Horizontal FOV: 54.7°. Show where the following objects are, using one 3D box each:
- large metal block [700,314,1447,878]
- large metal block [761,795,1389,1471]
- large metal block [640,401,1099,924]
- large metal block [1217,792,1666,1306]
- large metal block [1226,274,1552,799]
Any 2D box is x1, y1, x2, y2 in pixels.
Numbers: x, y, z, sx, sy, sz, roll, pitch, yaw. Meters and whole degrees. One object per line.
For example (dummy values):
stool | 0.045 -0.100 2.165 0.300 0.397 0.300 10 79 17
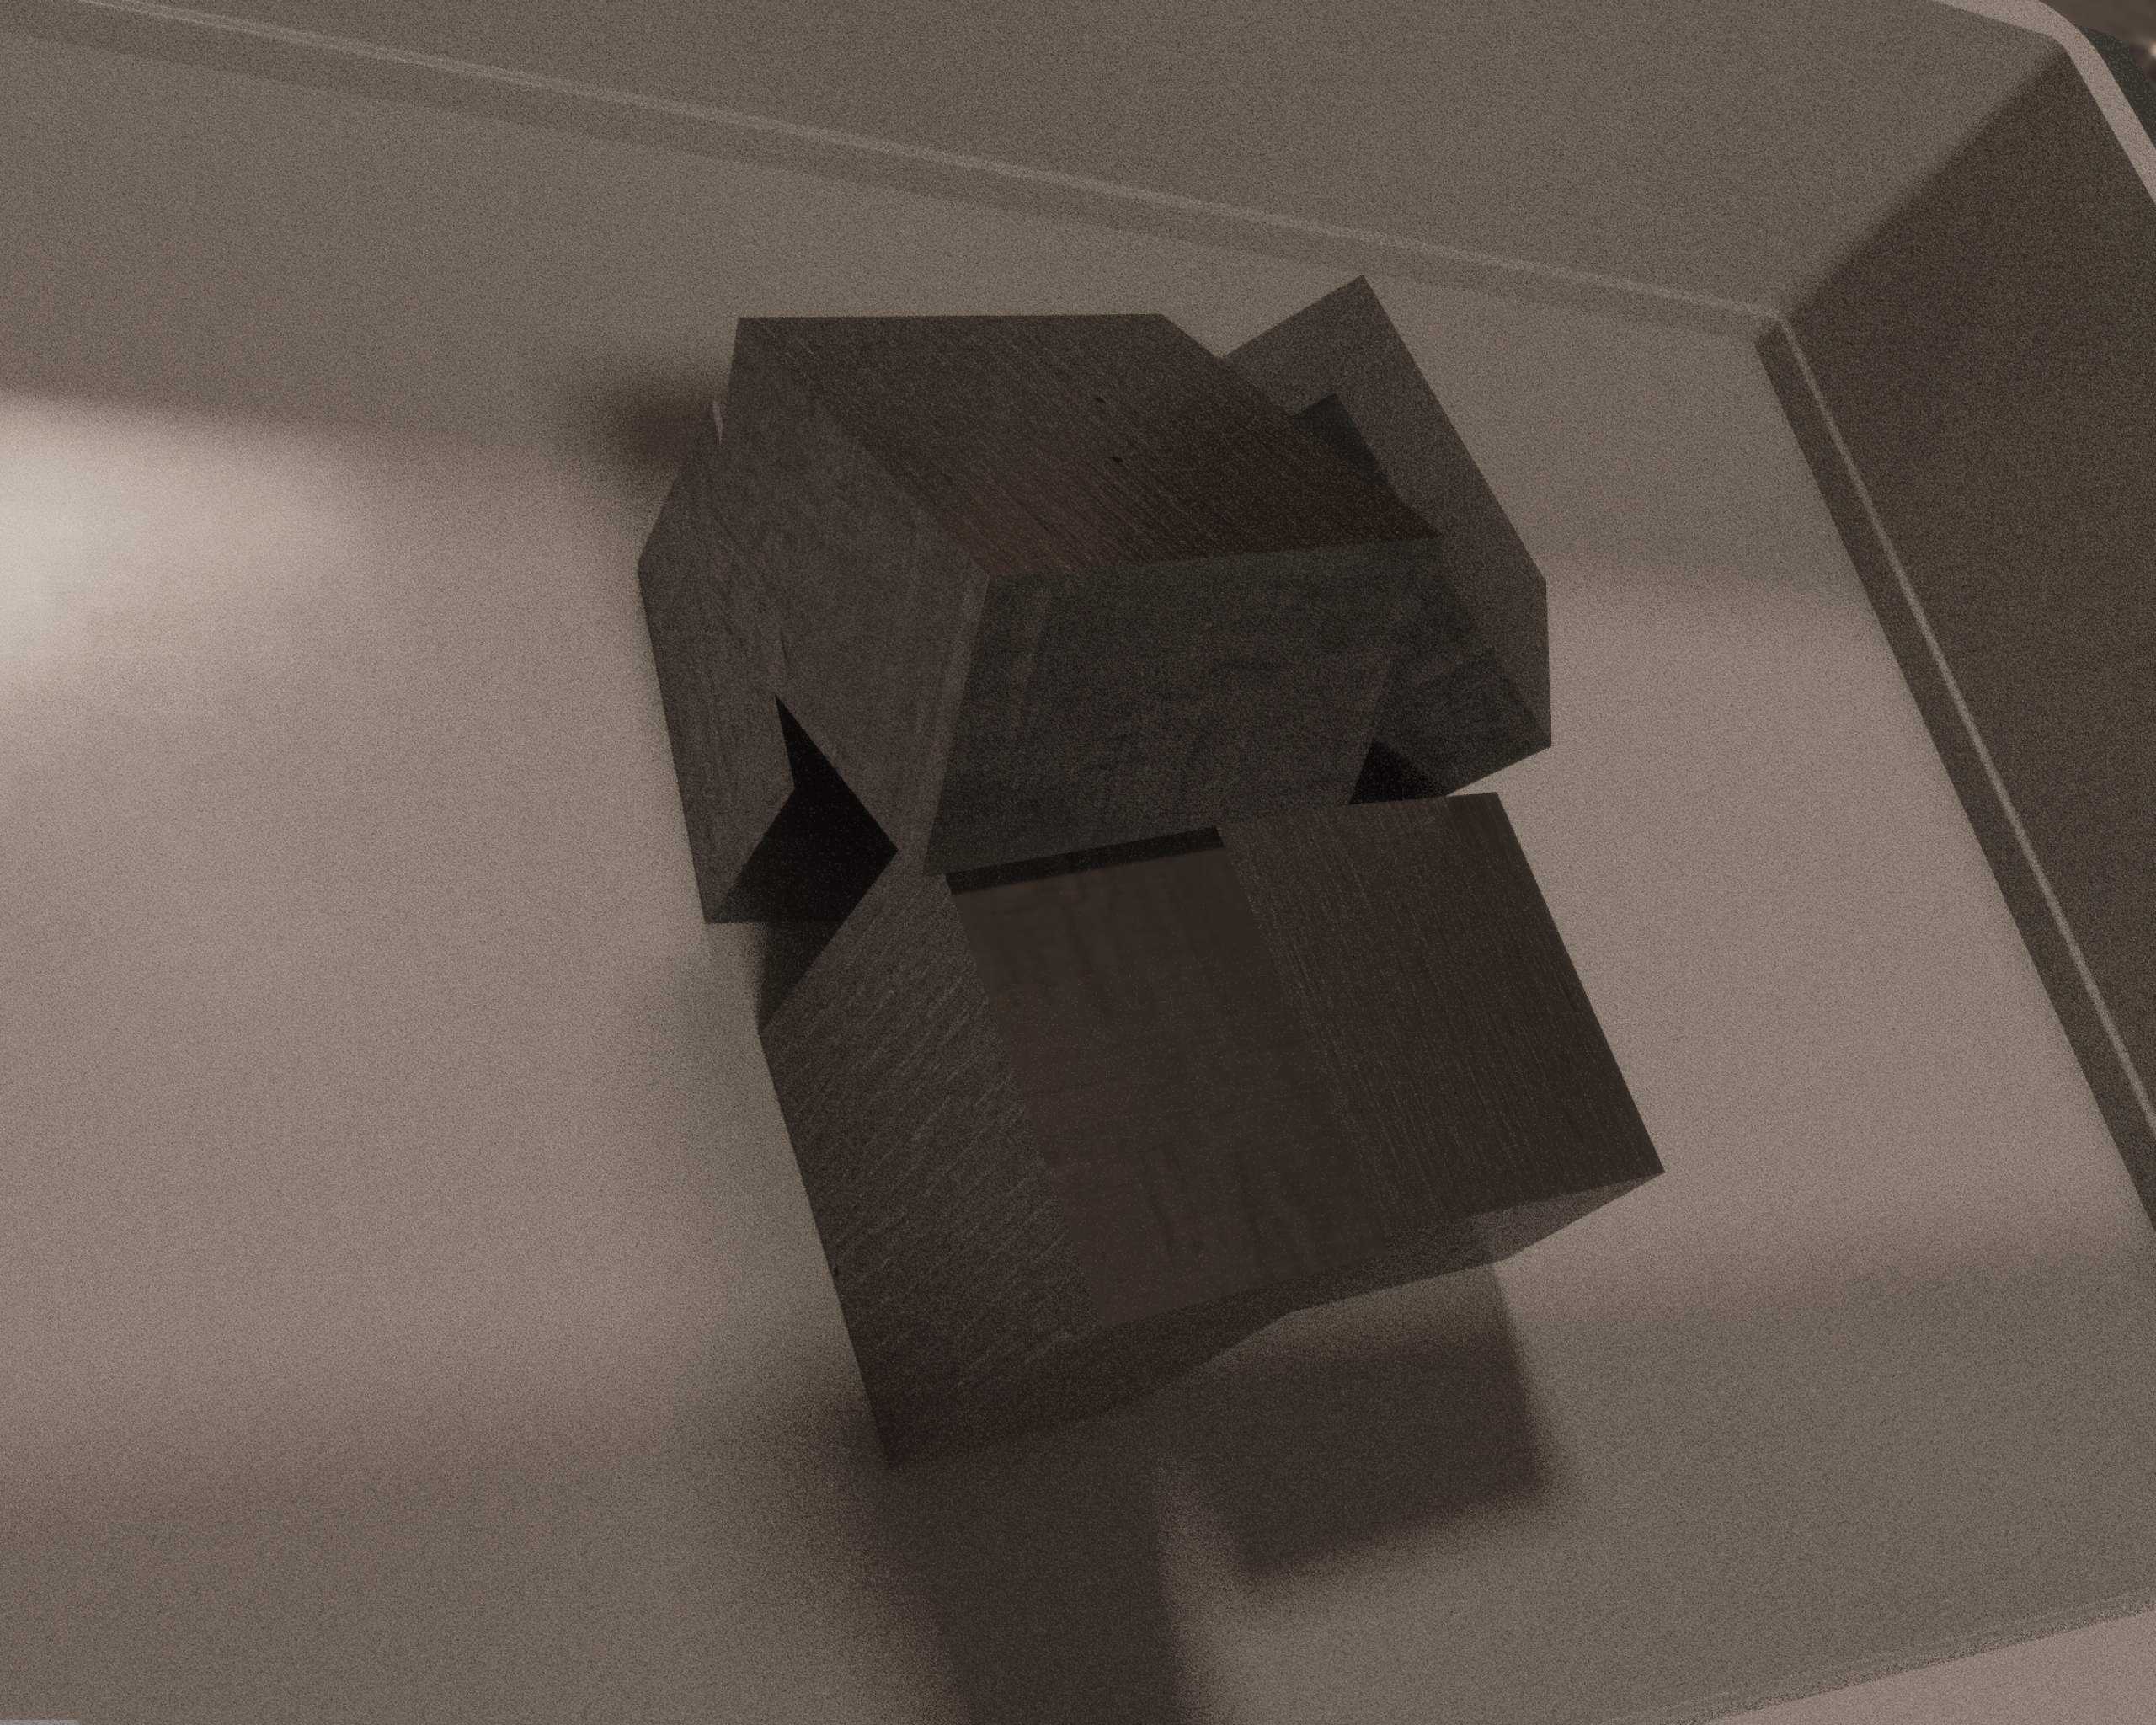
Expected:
large metal block | -0.004 -0.047 0.332 0.081 0.050 0.080 -10 42 -32
large metal block | -0.005 0.044 0.340 0.050 0.080 0.080 -7 65 -32
large metal block | -0.031 -0.036 0.395 0.081 0.050 0.080 -1 62 -29
large metal block | 0.049 0.036 0.391 0.081 0.050 0.080 -6 65 -31
large metal block | 0.054 -0.062 0.424 0.080 0.050 0.080 54 26 -20
